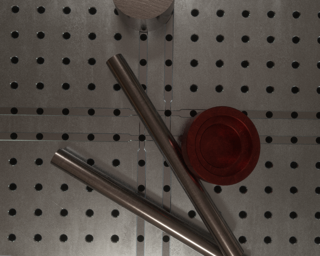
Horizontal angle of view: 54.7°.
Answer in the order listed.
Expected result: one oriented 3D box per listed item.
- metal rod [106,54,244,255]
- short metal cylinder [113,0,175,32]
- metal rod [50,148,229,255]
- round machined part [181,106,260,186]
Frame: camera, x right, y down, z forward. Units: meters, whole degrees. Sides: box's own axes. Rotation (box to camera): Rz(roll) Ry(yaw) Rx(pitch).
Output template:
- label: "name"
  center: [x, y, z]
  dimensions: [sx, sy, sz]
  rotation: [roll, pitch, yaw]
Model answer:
- label: "metal rod"
  center: [0.017, 0.035, 0.403]
  dimensions: [0.025, 0.025, 0.299]
  rotation: [-32, 86, 0]
- label: "short metal cylinder"
  center: [-0.021, -0.172, 0.400]
  dimensions: [0.081, 0.050, 0.079]
  rotation: [0, 90, -1]
- label: "metal rod"
  center: [-0.009, 0.115, 0.413]
  dimensions: [0.301, 0.025, 0.025]
  rotation: [31, 90, -1]
- label: "round machined part"
  center: [0.074, 0.023, 0.398]
  dimensions: [0.099, 0.042, 0.097]
  rotation: [1, 84, -14]
